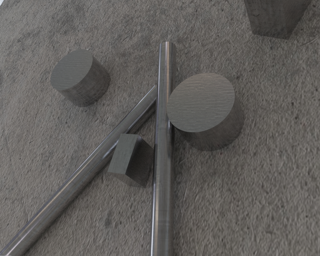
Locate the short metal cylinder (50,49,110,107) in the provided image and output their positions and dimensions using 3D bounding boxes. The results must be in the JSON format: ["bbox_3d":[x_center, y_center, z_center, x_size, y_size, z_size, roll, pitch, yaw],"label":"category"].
[{"bbox_3d":[-0.129,-0.081,0.505,0.080,0.050,0.080,-13,56,21],"label":"short metal cylinder"}]

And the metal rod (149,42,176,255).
[{"bbox_3d":[0.005,0.019,0.376,0.025,0.025,0.299,-10,61,23],"label":"metal rod"}]

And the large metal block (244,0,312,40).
[{"bbox_3d":[0.153,-0.174,0.395,0.050,0.080,0.080,24,75,36],"label":"large metal block"}]

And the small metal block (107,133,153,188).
[{"bbox_3d":[-0.033,0.041,0.380,0.025,0.050,0.050,3,63,29],"label":"small metal block"}]

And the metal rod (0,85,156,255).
[{"bbox_3d":[-0.100,0.060,0.419,0.300,0.025,0.025,-48,51,-6],"label":"metal rod"}]

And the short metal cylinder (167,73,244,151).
[{"bbox_3d":[0.055,-0.019,0.371,0.080,0.050,0.080,-13,56,20],"label":"short metal cylinder"}]
